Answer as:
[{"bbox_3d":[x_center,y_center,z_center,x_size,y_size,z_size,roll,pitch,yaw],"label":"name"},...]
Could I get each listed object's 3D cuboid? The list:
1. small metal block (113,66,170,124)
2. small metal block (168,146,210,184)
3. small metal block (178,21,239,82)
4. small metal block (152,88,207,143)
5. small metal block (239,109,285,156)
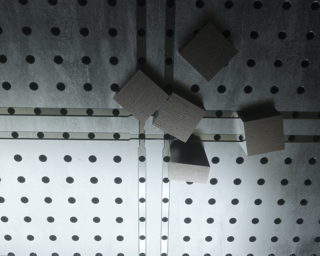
[{"bbox_3d":[-0.023,-0.042,0.398,0.050,0.025,0.050,41,105,-14],"label":"small metal block"},{"bbox_3d":[0.037,0.049,0.419,0.050,0.050,0.025,7,110,-3],"label":"small metal block"},{"bbox_3d":[0.058,-0.094,0.380,0.050,0.025,0.050,41,105,-14],"label":"small metal block"},{"bbox_3d":[0.025,-0.017,0.408,0.050,0.025,0.050,29,107,-11],"label":"small metal block"},{"bbox_3d":[0.137,0.006,0.418,0.050,0.025,0.050,-11,110,3],"label":"small metal block"}]
